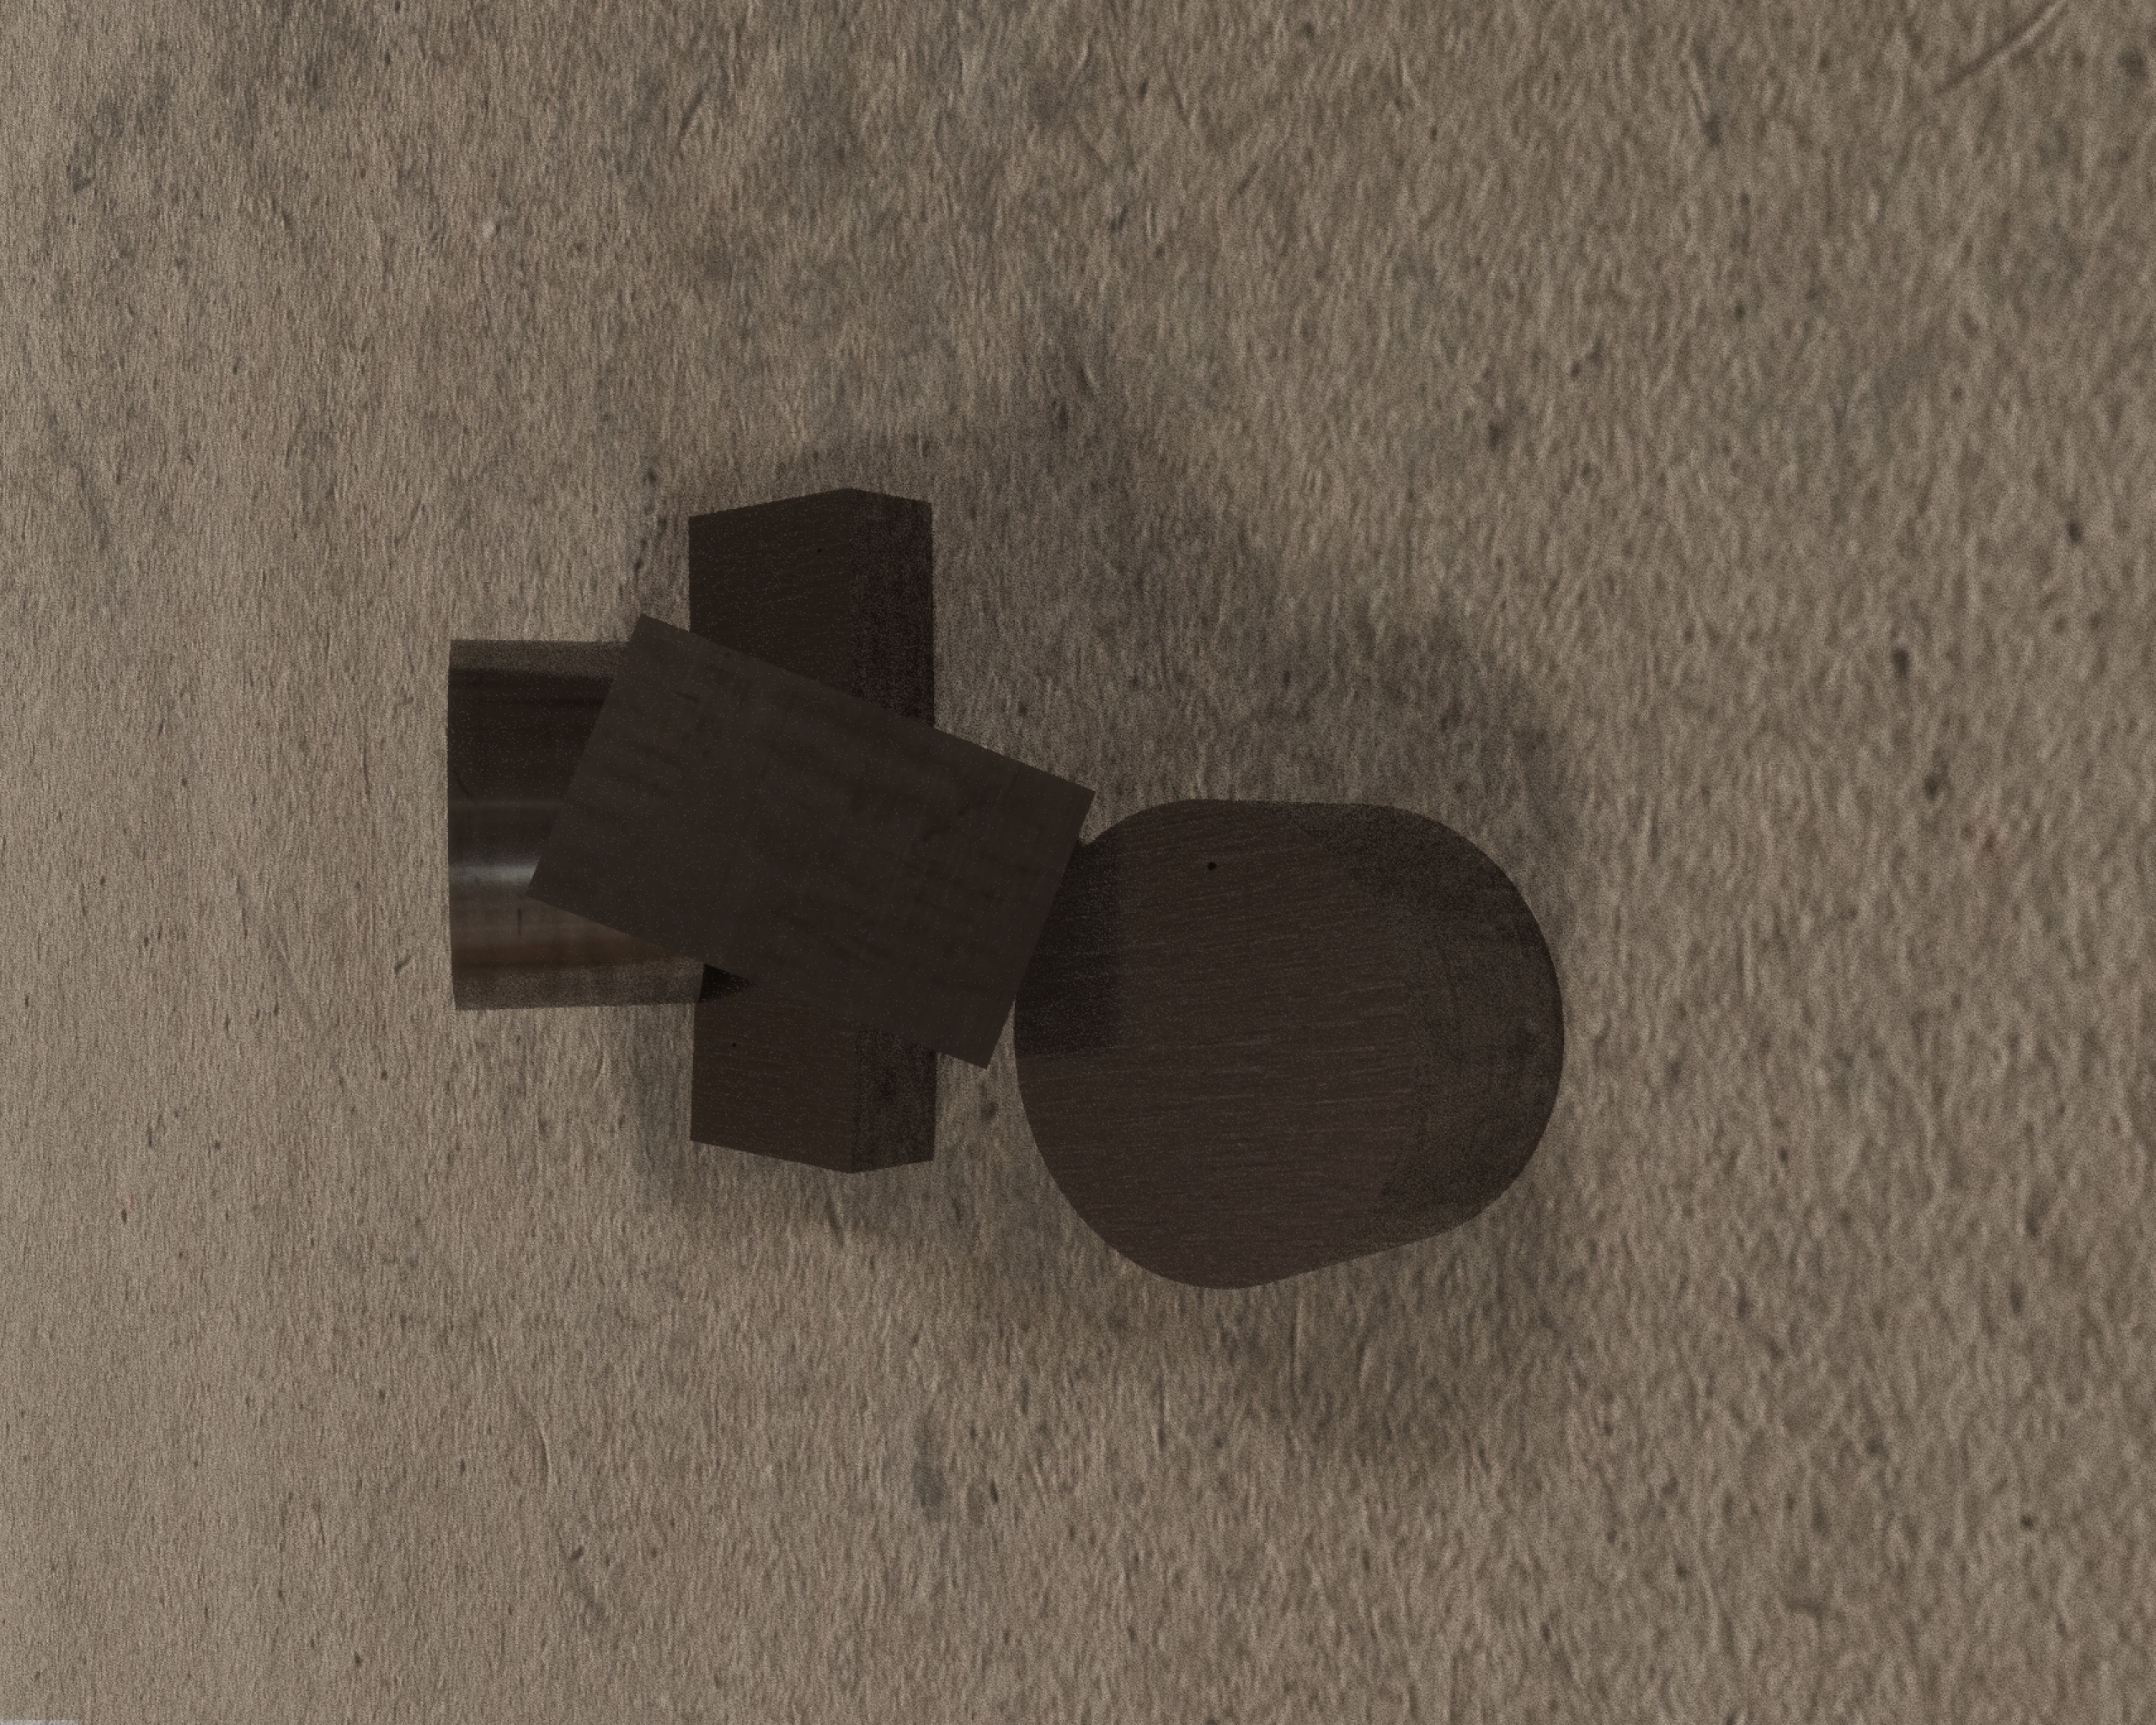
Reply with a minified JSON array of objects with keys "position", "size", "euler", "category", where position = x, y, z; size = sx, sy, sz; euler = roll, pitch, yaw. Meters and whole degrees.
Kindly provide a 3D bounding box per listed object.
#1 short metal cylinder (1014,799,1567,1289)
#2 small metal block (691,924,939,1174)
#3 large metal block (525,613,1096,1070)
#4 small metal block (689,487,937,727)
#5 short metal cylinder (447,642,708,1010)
[{"position":[0.036,0.029,0.359],"size":[0.080,0.050,0.079],"euler":[0,90,39],"category":"short metal cylinder"},{"position":[-0.057,0.037,0.450],"size":[0.050,0.025,0.050],"euler":[4,92,39],"category":"small metal block"},{"position":[-0.047,-0.002,0.383],"size":[0.080,0.080,0.050],"euler":[21,87,-5],"category":"large metal block"},{"position":[-0.058,-0.051,0.451],"size":[0.050,0.025,0.050],"euler":[-1,89,39],"category":"small metal block"},{"position":[-0.109,-0.008,0.454],"size":[0.080,0.050,0.079],"euler":[180,89,-75],"category":"short metal cylinder"}]
